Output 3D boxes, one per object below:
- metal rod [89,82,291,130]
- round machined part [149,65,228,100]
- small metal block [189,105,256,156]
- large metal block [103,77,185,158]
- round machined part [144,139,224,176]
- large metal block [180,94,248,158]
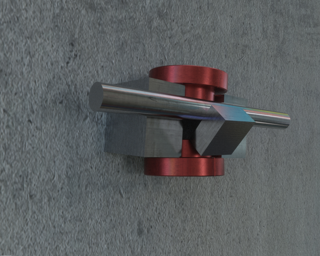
[{"bbox_3d":[0.062,-0.018,0.354,0.302,0.025,0.025,4,88,-40],"label":"metal rod"},{"bbox_3d":[0.034,-0.047,0.387,0.099,0.098,0.042,5,88,-40],"label":"round machined part"},{"bbox_3d":[0.069,0.004,0.342,0.050,0.025,0.050,2,129,-38],"label":"small metal block"},{"bbox_3d":[-0.020,-0.009,0.354,0.050,0.080,0.080,6,87,-40],"label":"large metal block"},{"bbox_3d":[0.030,0.037,0.383,0.099,0.098,0.042,6,81,-40],"label":"round machined part"},{"bbox_3d":[0.072,-0.001,0.431,0.050,0.080,0.080,5,87,-40],"label":"large metal block"}]
